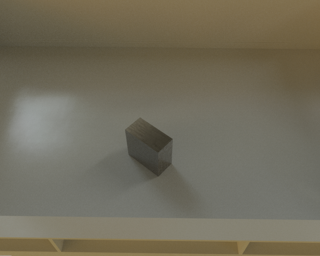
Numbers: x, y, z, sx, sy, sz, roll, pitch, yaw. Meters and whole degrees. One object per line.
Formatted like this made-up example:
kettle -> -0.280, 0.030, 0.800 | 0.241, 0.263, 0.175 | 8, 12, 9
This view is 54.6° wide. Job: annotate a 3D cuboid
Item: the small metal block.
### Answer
small metal block -> -0.013, 0.023, 0.370 | 0.050, 0.050, 0.025 | 33, 58, 25
